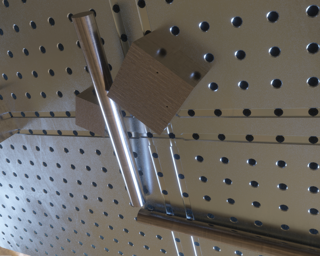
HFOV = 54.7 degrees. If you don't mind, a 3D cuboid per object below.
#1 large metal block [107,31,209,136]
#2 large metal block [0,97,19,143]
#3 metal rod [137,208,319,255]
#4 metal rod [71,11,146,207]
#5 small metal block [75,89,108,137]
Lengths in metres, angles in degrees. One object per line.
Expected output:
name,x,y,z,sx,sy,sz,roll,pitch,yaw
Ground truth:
large metal block,-0.004,-0.052,0.365,0.080,0.050,0.080,37,129,3
large metal block,-0.316,-0.014,0.553,0.080,0.050,0.080,-5,116,30
metal rod,0.103,0.160,0.455,0.301,0.025,0.025,6,121,25
metal rod,-0.060,-0.003,0.421,0.025,0.025,0.298,6,127,25
small metal block,-0.093,-0.021,0.447,0.050,0.025,0.050,22,127,15
